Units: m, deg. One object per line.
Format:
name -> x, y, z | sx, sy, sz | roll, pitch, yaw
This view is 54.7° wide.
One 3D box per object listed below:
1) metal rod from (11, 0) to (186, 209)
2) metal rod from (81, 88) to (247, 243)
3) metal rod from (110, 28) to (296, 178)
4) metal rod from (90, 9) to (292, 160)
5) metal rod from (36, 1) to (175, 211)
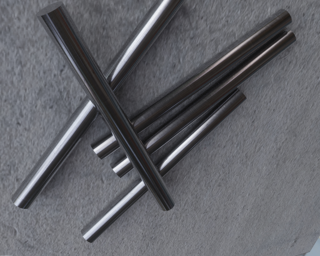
metal rod -> -0.074, -0.028, 0.349 | 0.025, 0.025, 0.299 | 32, 100, -39
metal rod -> 0.005, 0.053, 0.443 | 0.300, 0.025, 0.025 | -43, 130, 1
metal rod -> 0.060, -0.035, 0.419 | 0.301, 0.025, 0.025 | -38, 130, -3
metal rod -> 0.043, -0.058, 0.396 | 0.301, 0.025, 0.025 | -36, 130, -5
metal rod -> -0.042, 0.004, 0.354 | 0.025, 0.025, 0.299 | -32, 129, -8
